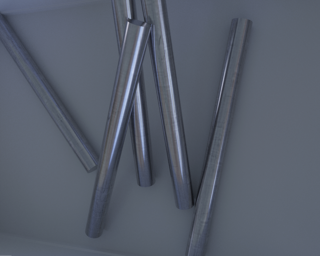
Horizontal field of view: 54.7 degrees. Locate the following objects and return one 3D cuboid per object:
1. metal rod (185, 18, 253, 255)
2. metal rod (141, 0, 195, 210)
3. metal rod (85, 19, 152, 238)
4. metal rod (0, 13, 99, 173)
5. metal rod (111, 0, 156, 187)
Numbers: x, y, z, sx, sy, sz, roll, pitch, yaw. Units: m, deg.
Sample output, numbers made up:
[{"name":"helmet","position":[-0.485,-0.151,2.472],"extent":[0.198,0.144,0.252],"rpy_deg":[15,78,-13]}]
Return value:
[{"name":"metal rod","position":[0.072,0.017,0.384],"extent":[0.025,0.025,0.298],"rpy_deg":[12,94,19]},{"name":"metal rod","position":[0.009,-0.039,0.347],"extent":[0.025,0.025,0.298],"rpy_deg":[-2,112,20]},{"name":"metal rod","position":[-0.058,0.023,0.373],"extent":[0.025,0.025,0.298],"rpy_deg":[26,120,17]},{"name":"metal rod","position":[-0.180,-0.061,0.472],"extent":[0.025,0.025,0.299],"rpy_deg":[-40,78,15]},{"name":"metal rod","position":[-0.031,-0.062,0.355],"extent":[0.025,0.025,0.298],"rpy_deg":[4,117,19]}]
